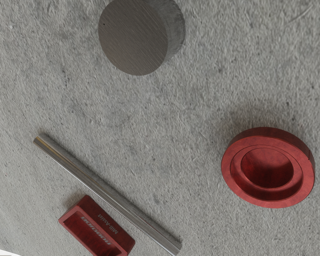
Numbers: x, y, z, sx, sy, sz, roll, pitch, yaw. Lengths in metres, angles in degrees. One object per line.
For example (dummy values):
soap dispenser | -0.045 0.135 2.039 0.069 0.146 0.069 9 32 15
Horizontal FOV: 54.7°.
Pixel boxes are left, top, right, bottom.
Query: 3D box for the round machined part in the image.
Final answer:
round machined part | 0.124 0.041 0.355 0.098 0.042 0.097 13 124 20

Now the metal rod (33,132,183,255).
metal rod | -0.088 0.111 0.519 0.300 0.025 0.025 39 129 1

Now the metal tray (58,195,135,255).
metal tray | -0.121 0.196 0.585 0.130 0.030 0.090 46 129 -5

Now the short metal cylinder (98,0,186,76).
short metal cylinder | -0.019 -0.103 0.335 0.080 0.050 0.079 13 124 20
